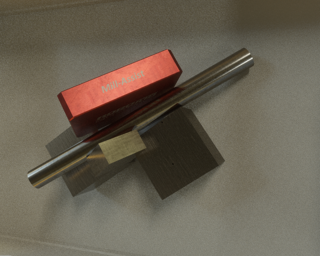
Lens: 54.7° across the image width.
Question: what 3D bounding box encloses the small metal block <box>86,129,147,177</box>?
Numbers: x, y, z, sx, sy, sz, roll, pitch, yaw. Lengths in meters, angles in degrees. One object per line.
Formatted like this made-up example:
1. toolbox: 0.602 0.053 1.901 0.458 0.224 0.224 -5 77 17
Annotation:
1. small metal block: -0.052 0.030 0.361 0.025 0.050 0.050 61 144 10

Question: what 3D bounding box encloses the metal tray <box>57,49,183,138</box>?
1. metal tray: -0.045 -0.037 0.361 0.131 0.090 0.030 -25 82 -15

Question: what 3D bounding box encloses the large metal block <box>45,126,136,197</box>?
1. large metal block: -0.095 0.035 0.426 0.080 0.050 0.080 -35 79 16

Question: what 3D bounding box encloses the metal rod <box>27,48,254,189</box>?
1. metal rod: -0.024 -0.011 0.377 0.301 0.025 0.025 -30 80 2

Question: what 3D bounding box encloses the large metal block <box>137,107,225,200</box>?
1. large metal block: 0.022 0.031 0.387 0.080 0.050 0.080 -35 79 16
